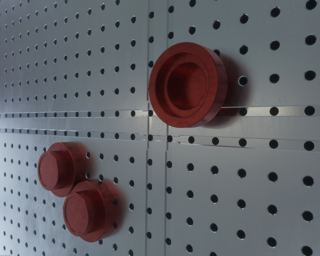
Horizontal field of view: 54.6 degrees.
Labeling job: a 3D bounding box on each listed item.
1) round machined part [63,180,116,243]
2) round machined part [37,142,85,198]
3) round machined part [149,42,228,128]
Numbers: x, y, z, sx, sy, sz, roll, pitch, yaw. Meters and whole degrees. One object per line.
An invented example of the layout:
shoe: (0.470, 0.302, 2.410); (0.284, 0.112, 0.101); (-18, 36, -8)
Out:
round machined part: (-0.119, 0.135, 0.498); (0.098, 0.042, 0.097); (0, 90, 40)
round machined part: (-0.181, 0.074, 0.549); (0.098, 0.042, 0.097); (0, 90, 40)
round machined part: (0.037, -0.049, 0.369); (0.098, 0.042, 0.097); (0, 90, 40)
